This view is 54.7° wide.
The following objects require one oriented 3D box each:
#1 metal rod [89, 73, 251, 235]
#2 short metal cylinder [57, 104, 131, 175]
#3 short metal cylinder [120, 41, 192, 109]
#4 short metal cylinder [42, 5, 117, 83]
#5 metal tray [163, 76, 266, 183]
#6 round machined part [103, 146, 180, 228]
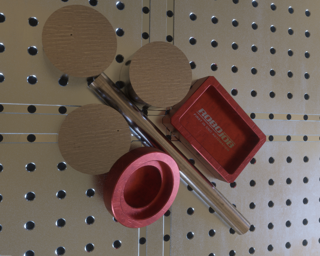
[{"bbox_3d":[0.022,0.043,0.421,0.300,0.025,0.025,46,76,-14],"label":"metal rod"},{"bbox_3d":[-0.080,0.012,0.369,0.081,0.050,0.080,0,90,-20],"label":"short metal cylinder"},{"bbox_3d":[-0.006,-0.065,0.396,0.081,0.050,0.080,0,90,-20],"label":"short metal cylinder"},{"bbox_3d":[-0.095,-0.096,0.364,0.081,0.050,0.080,0,90,-20],"label":"short metal cylinder"},{"bbox_3d":[0.079,0.003,0.438,0.130,0.030,0.090,45,77,-15],"label":"metal tray"},{"bbox_3d":[-0.026,0.069,0.383,0.099,0.042,0.097,-14,113,-35],"label":"round machined part"}]
